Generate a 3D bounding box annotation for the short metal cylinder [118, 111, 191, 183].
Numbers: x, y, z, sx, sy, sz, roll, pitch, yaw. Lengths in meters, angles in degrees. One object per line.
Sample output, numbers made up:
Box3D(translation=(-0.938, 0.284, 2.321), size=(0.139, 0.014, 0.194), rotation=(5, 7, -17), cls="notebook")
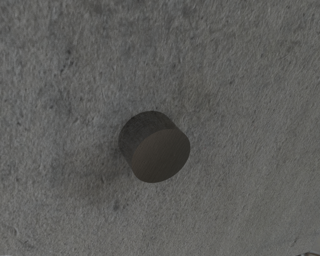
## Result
Box3D(translation=(-0.008, 0.024, 0.403), size=(0.081, 0.050, 0.079), rotation=(-14, 125, -21), cls="short metal cylinder")
